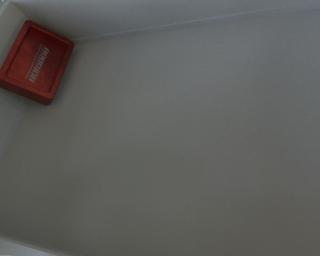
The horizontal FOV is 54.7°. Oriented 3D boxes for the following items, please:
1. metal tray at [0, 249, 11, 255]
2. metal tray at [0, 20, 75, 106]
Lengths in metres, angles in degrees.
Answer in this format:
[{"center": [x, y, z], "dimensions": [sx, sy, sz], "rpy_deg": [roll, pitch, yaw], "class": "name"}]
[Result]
[{"center": [-0.250, 0.138, 0.346], "dimensions": [0.090, 0.130, 0.030], "rpy_deg": [1, 63, 28], "class": "metal tray"}, {"center": [-0.214, -0.115, 0.543], "dimensions": [0.030, 0.091, 0.130], "rpy_deg": [-31, 42, 54], "class": "metal tray"}]
